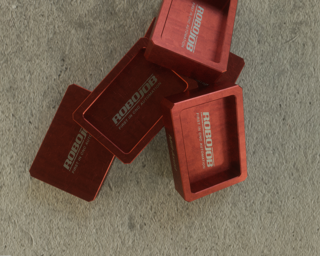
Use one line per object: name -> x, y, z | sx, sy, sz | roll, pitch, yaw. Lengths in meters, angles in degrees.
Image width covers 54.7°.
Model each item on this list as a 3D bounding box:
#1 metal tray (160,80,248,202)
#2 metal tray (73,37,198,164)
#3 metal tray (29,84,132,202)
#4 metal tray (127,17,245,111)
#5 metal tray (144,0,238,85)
metal tray -> 0.057, 0.017, 0.375 | 0.091, 0.030, 0.129 | -17, 115, -16
metal tray -> -0.029, -0.032, 0.378 | 0.090, 0.030, 0.130 | 41, 90, -1
metal tray -> -0.100, 0.019, 0.407 | 0.090, 0.030, 0.129 | 25, 90, -1
metal tray -> 0.032, -0.076, 0.409 | 0.131, 0.030, 0.090 | 27, 90, -1
metal tray -> 0.041, -0.125, 0.375 | 0.091, 0.030, 0.130 | 20, 62, -10
